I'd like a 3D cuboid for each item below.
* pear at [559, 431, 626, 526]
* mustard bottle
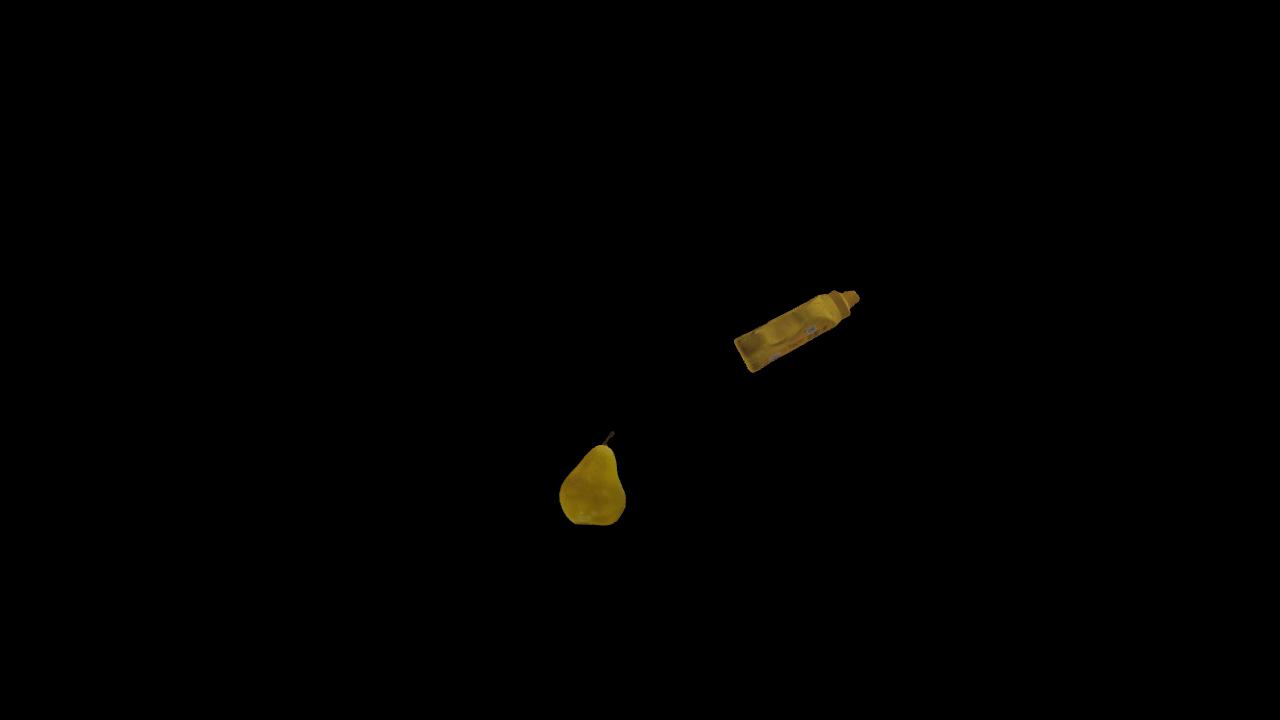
[{"bbox_3d":[-0.055,0.140,0.735,0.080,0.111,0.080,2,-16,1],"label":"pear"},{"bbox_3d":[0.227,-0.047,0.879,0.184,0.054,0.092,-29,-23,8],"label":"mustard bottle"}]
